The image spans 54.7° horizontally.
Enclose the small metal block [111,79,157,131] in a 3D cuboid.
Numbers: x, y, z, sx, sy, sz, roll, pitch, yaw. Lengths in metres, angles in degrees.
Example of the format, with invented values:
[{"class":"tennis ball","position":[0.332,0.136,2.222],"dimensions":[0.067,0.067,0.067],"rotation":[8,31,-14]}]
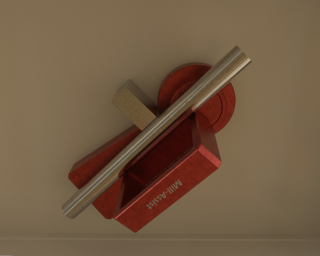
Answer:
[{"class":"small metal block","position":[-0.030,-0.030,0.385],"dimensions":[0.025,0.050,0.050],"rotation":[-43,105,14]}]

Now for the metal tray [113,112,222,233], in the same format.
[{"class":"metal tray","position":[0.006,0.047,0.352],"dimensions":[0.030,0.090,0.130],"rotation":[41,111,-17]}]

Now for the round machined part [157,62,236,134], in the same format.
[{"class":"round machined part","position":[0.046,-0.031,0.390],"dimensions":[0.099,0.042,0.097],"rotation":[0,110,-1]}]

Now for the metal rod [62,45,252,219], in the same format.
[{"class":"metal rod","position":[-0.016,0.016,0.374],"dimensions":[0.299,0.025,0.025],"rotation":[-42,105,18]}]

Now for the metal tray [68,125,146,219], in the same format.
[{"class":"metal tray","position":[-0.047,0.059,0.428],"dimensions":[0.130,0.030,0.090],"rotation":[-33,107,11]}]
